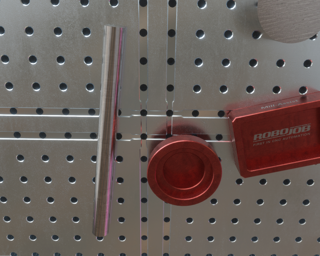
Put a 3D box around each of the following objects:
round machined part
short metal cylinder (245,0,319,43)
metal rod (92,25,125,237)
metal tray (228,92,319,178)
[{"bbox_3d":[0.032,0.054,0.424,0.099,0.042,0.097,0,110,0],"label":"round machined part"},{"bbox_3d":[0.143,-0.139,0.350,0.081,0.050,0.079,0,110,0],"label":"short metal cylinder"},{"bbox_3d":[-0.072,0.018,0.419,0.025,0.025,0.298,7,110,-3],"label":"metal rod"},{"bbox_3d":[0.164,0.010,0.415,0.131,0.030,0.089,-12,110,4],"label":"metal tray"}]
